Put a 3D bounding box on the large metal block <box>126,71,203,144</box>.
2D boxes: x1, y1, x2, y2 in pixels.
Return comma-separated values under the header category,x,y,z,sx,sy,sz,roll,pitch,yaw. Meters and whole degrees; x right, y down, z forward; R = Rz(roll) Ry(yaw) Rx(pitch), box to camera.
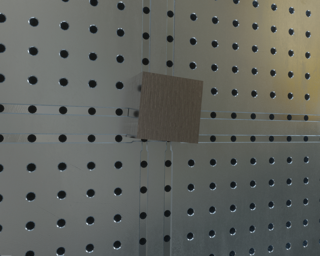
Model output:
category,x,y,z,sx,sy,sz,roll,pitch,yaw
large metal block,0.005,-0.024,0.401,0.081,0.050,0.080,6,88,-20
